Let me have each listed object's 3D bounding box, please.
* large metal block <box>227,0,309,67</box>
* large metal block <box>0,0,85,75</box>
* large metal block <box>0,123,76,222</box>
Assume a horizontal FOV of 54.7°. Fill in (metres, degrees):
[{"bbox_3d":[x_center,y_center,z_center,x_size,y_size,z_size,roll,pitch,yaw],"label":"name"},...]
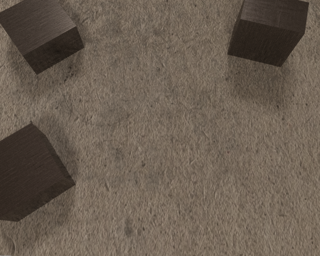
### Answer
[{"bbox_3d":[0.146,-0.136,0.430,0.080,0.080,0.050,15,71,5],"label":"large metal block"},{"bbox_3d":[-0.169,-0.137,0.443,0.080,0.050,0.080,-35,74,-12],"label":"large metal block"},{"bbox_3d":[-0.163,0.054,0.373,0.080,0.050,0.080,-33,74,-12],"label":"large metal block"}]
